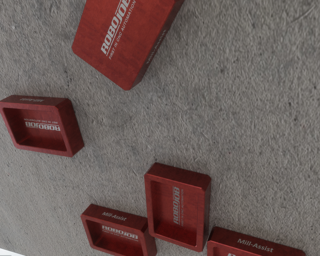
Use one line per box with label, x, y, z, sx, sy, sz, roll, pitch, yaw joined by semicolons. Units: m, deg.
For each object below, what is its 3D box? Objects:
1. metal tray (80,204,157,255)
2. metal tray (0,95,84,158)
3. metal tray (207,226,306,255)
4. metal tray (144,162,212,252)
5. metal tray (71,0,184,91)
metal tray;-0.075;0.193;0.562;0.130;0.030;0.089;7;122;24
metal tray;-0.193;-0.004;0.502;0.130;0.030;0.089;5;121;25
metal tray;0.137;0.203;0.457;0.130;0.030;0.089;9;123;23
metal tray;0.027;0.120;0.463;0.090;0.030;0.129;11;123;22
metal tray;-0.041;-0.118;0.352;0.090;0.030;0.129;37;129;3
